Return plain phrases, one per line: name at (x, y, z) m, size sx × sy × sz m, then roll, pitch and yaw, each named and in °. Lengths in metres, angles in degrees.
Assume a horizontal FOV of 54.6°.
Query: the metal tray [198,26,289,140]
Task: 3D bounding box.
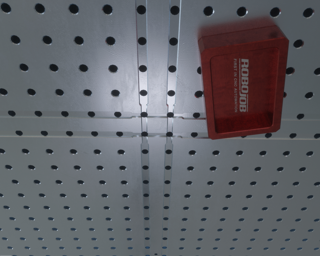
metal tray at (0.097, -0.047, 0.368) m, size 0.090 × 0.030 × 0.129 m, roll -8°, pitch 130°, yaw 6°
